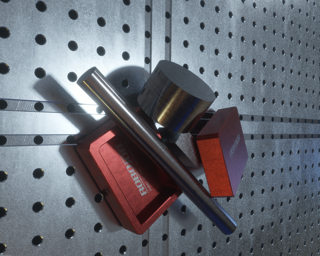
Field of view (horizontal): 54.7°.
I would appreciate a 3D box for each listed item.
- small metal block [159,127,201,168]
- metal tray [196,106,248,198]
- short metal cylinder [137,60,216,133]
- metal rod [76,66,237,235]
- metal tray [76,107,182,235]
[{"bbox_3d":[0.023,0.025,0.407,0.050,0.050,0.025,48,61,-30],"label":"small metal block"},{"bbox_3d":[0.095,0.030,0.448,0.131,0.030,0.089,-40,117,-59],"label":"metal tray"},{"bbox_3d":[0.020,-0.039,0.378,0.081,0.080,0.050,10,125,-40],"label":"short metal cylinder"},{"bbox_3d":[0.014,0.046,0.377,0.300,0.025,0.025,49,61,-29],"label":"metal rod"},{"bbox_3d":[-0.030,0.050,0.376,0.091,0.030,0.129,-39,114,-33],"label":"metal tray"}]
